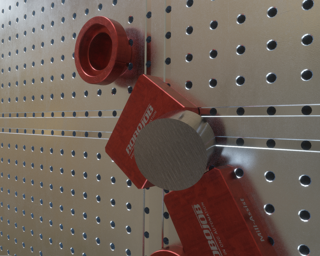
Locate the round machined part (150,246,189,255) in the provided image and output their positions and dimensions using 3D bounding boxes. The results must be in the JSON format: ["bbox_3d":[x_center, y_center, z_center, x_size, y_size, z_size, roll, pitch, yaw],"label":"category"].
[{"bbox_3d":[0.013,0.203,0.386,0.098,0.042,0.097,0,90,39],"label":"round machined part"}]

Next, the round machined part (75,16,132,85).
[{"bbox_3d":[-0.081,-0.112,0.463,0.098,0.042,0.097,0,90,39],"label":"round machined part"}]

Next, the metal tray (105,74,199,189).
[{"bbox_3d":[-0.016,0.005,0.417,0.090,0.030,0.129,42,115,31],"label":"metal tray"}]

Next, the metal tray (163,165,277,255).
[{"bbox_3d":[0.067,0.119,0.350,0.090,0.030,0.130,-37,68,33],"label":"metal tray"}]

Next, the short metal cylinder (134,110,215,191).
[{"bbox_3d":[0.018,0.023,0.347,0.080,0.050,0.079,5,105,19],"label":"short metal cylinder"}]
